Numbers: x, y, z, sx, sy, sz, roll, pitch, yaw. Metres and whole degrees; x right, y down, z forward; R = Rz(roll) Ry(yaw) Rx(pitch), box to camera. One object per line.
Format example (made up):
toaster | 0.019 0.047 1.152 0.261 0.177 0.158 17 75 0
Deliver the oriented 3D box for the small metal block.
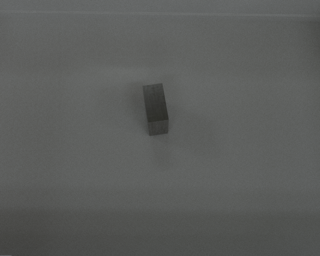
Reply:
small metal block | -0.006 -0.023 0.401 0.025 0.050 0.050 -8 70 -3
